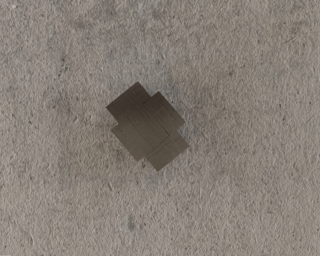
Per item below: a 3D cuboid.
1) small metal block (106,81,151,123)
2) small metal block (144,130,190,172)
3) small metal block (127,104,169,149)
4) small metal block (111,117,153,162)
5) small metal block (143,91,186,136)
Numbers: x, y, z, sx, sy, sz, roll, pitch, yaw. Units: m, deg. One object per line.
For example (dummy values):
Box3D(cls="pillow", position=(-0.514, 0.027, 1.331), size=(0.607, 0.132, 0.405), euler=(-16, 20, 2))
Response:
Box3D(cls="small metal block", position=(-0.038, -0.031, 0.398), size=(0.050, 0.050, 0.025), euler=(-39, 90, 0))
Box3D(cls="small metal block", position=(0.009, 0.028, 0.398), size=(0.050, 0.050, 0.025), euler=(-39, 90, 0))
Box3D(cls="small metal block", position=(-0.014, -0.002, 0.398), size=(0.025, 0.050, 0.050), euler=(-40, 91, 0))
Box3D(cls="small metal block", position=(-0.034, 0.014, 0.398), size=(0.025, 0.050, 0.050), euler=(-40, 91, 0))
Box3D(cls="small metal block", position=(0.005, -0.018, 0.398), size=(0.025, 0.050, 0.050), euler=(-41, 91, 0))
